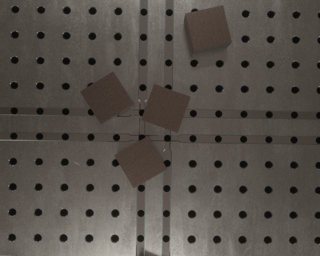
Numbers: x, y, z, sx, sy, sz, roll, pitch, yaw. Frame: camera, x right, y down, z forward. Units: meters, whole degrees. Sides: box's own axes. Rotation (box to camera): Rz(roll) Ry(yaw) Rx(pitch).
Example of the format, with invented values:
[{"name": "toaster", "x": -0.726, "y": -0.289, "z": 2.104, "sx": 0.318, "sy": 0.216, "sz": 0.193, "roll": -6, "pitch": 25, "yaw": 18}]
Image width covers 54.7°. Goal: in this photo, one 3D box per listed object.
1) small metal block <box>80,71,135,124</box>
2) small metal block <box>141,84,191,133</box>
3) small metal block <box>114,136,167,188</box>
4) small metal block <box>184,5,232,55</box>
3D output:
[{"name": "small metal block", "x": -0.069, "y": -0.039, "z": 0.412, "sx": 0.050, "sy": 0.025, "sz": 0.050, "roll": -32, "pitch": 90, "yaw": -1}, {"name": "small metal block", "x": 0.008, "y": -0.026, "z": 0.414, "sx": 0.050, "sy": 0.025, "sz": 0.050, "roll": 20, "pitch": 90, "yaw": -1}, {"name": "small metal block", "x": -0.025, "y": 0.044, "z": 0.413, "sx": 0.050, "sy": 0.025, "sz": 0.050, "roll": -30, "pitch": 90, "yaw": -1}, {"name": "small metal block", "x": 0.063, "y": -0.130, "z": 0.414, "sx": 0.050, "sy": 0.025, "sz": 0.050, "roll": -13, "pitch": 90, "yaw": -1}]
